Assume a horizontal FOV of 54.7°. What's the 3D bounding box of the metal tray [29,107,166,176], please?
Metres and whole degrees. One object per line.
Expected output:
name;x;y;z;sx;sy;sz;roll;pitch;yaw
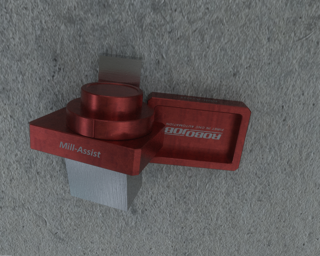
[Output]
metal tray;-0.069;0.008;0.360;0.131;0.090;0.030;13;111;14

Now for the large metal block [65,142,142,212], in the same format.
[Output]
large metal block;-0.069;0.051;0.395;0.080;0.050;0.079;12;124;14

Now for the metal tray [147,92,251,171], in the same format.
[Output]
metal tray;0.045;0.005;0.411;0.131;0.030;0.089;6;110;-3

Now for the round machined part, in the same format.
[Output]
round machined part;-0.055;-0.024;0.351;0.099;0.098;0.042;6;110;-3

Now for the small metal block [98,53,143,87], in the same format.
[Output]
small metal block;-0.049;-0.064;0.387;0.050;0.025;0.050;6;110;-3
